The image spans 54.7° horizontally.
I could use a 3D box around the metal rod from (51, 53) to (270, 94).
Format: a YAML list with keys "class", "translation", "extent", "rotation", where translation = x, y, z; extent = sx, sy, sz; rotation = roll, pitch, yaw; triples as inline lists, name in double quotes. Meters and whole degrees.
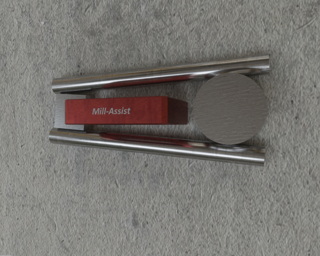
- class: "metal rod"
  translation: [-0.013, -0.069, 0.415]
  extent: [0.301, 0.025, 0.025]
  rotation: [-3, 89, 19]

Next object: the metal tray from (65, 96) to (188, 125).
- class: "metal tray"
  translation: [-0.039, -0.019, 0.388]
  extent: [0.130, 0.090, 0.030]
  rotation: [0, 90, 20]

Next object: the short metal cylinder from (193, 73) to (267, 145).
- class: "short metal cylinder"
  translation: [0.085, -0.021, 0.366]
  extent: [0.080, 0.050, 0.079]
  rotation: [0, 90, 20]

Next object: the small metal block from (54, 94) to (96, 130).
- class: "small metal block"
  translation: [-0.125, -0.023, 0.455]
  extent: [0.050, 0.025, 0.050]
  rotation: [5, 92, 19]

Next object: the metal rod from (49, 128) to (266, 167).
- class: "metal rod"
  translation: [-0.017, 0.022, 0.416]
  extent: [0.301, 0.025, 0.025]
  rotation: [5, 92, 19]
